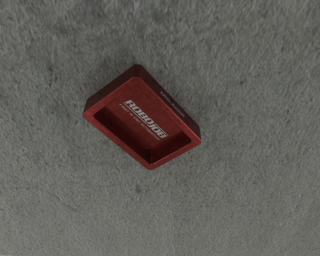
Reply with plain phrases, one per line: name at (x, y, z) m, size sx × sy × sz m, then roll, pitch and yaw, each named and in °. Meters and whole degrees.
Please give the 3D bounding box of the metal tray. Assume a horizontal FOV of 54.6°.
metal tray at (-0.020, -0.007, 0.396) m, size 0.090 × 0.030 × 0.130 m, roll -31°, pitch 124°, yaw 24°
